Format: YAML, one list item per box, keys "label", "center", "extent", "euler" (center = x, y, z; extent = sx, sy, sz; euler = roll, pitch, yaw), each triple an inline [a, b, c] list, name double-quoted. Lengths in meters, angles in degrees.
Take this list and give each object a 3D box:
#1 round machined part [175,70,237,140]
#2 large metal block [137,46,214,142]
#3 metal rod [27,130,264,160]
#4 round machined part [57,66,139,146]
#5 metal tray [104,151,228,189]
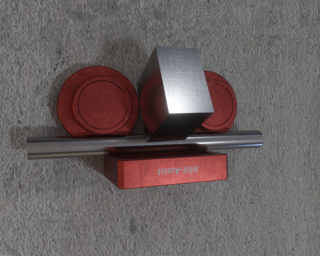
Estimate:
- label: "round machined part"
  center: [0.065, -0.031, 0.425]
  extent: [0.099, 0.042, 0.097]
  euler: [0, 90, -21]
- label: "large metal block"
  center: [0.013, -0.036, 0.358]
  extent: [0.050, 0.080, 0.080]
  euler: [-2, 67, -21]
- label: "metal rod"
  center: [-0.002, 0.019, 0.389]
  extent: [0.303, 0.025, 0.025]
  euler: [-1, 91, -21]
- label: "round machined part"
  center: [-0.072, -0.027, 0.373]
  extent: [0.099, 0.042, 0.097]
  euler: [0, 90, -21]
- label: "metal tray"
  center: [0.004, 0.046, 0.378]
  extent: [0.131, 0.090, 0.030]
  euler: [-1, 91, -20]
